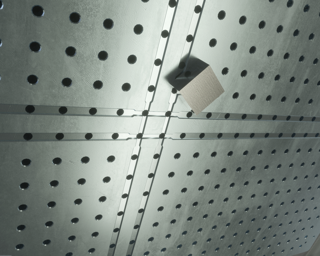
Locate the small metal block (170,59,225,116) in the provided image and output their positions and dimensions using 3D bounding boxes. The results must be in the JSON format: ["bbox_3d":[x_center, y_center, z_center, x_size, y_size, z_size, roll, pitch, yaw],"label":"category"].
[{"bbox_3d":[0.050,-0.053,0.408,0.050,0.025,0.050,-41,130,0],"label":"small metal block"}]
